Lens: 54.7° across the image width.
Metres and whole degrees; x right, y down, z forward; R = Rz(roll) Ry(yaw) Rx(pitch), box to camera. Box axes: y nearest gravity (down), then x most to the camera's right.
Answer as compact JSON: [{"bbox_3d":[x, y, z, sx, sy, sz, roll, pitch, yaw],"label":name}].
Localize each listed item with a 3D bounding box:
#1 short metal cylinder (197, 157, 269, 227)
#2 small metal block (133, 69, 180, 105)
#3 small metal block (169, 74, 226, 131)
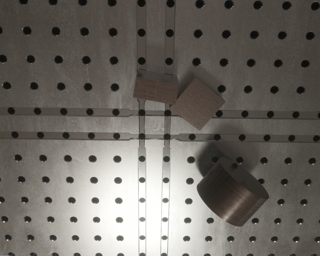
[{"bbox_3d":[0.097,0.084,0.417,0.080,0.080,0.050,32,107,-12],"label":"short metal cylinder"},{"bbox_3d":[-0.005,-0.051,0.381,0.050,0.050,0.025,10,110,-4],"label":"small metal block"},{"bbox_3d":[0.047,-0.033,0.402,0.050,0.025,0.050,36,106,-13],"label":"small metal block"}]
